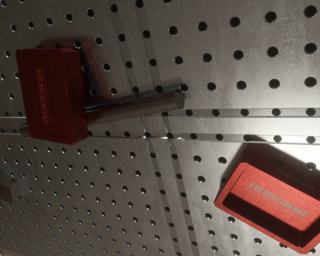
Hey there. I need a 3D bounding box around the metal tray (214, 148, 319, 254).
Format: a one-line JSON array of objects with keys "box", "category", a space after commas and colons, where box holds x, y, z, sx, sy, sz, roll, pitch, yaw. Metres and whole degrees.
[{"box": [0.145, 0.093, 0.388, 0.130, 0.030, 0.089, 28, 128, 10], "category": "metal tray"}]

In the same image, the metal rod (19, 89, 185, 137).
[{"box": [-0.103, -0.016, 0.453, 0.300, 0.025, 0.025, -9, 114, 31], "category": "metal rod"}]

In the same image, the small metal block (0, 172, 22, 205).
[{"box": [-0.326, 0.129, 0.659, 0.050, 0.025, 0.050, 19, 126, 16], "category": "small metal block"}]

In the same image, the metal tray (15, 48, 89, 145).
[{"box": [-0.151, -0.046, 0.437, 0.090, 0.030, 0.129, 7, 110, 27], "category": "metal tray"}]
